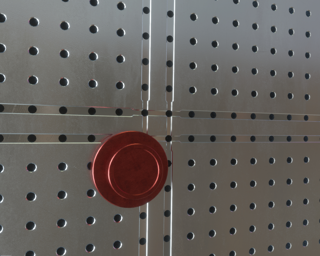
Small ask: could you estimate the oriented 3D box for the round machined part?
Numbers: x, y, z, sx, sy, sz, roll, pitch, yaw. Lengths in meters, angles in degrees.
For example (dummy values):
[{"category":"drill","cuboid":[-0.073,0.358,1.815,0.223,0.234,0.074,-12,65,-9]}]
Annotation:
[{"category":"round machined part","cuboid":[-0.035,0.052,0.391,0.099,0.042,0.097,0,90,-20]}]
